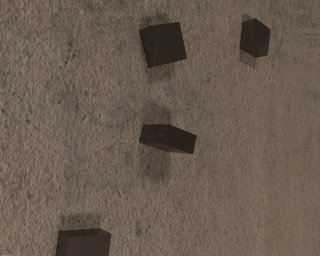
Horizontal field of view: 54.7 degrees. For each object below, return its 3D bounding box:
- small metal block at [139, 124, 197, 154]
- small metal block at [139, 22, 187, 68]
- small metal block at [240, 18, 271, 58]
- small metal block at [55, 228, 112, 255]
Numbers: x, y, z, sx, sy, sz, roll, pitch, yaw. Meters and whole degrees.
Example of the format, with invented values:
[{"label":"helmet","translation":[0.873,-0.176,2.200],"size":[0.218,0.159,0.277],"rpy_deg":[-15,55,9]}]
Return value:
[{"label":"small metal block","translation":[0.010,0.014,0.399],"size":[0.050,0.050,0.025],"rpy_deg":[21,77,-38]},{"label":"small metal block","translation":[0.005,-0.110,0.411],"size":[0.050,0.025,0.050],"rpy_deg":[-23,105,-38]},{"label":"small metal block","translation":[0.170,-0.159,0.550],"size":[0.050,0.025,0.050],"rpy_deg":[14,81,-39]},{"label":"small metal block","translation":[-0.084,0.139,0.336],"size":[0.050,0.025,0.050],"rpy_deg":[11,83,-40]}]
